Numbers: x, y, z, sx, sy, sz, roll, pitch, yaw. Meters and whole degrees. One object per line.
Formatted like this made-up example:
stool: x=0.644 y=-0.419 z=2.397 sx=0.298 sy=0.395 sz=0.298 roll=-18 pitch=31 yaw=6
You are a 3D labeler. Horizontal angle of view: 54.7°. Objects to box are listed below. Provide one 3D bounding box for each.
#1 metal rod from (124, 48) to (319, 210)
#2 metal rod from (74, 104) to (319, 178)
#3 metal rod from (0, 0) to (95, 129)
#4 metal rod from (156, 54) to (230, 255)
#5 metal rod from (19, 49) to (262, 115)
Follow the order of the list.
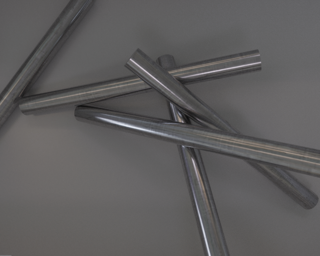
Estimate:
metal rod: x=0.085 y=0.010 z=0.375 sx=0.301 sy=0.025 sz=0.025 roll=37 pitch=90 yaw=-15
metal rod: x=0.025 y=0.007 z=0.342 sx=0.300 sy=0.025 sz=0.025 roll=12 pitch=90 yaw=28
metal rod: x=-0.186 y=-0.056 z=0.409 sx=0.025 sy=0.025 sz=0.299 roll=37 pitch=90 yaw=0
metal rod: x=0.038 y=0.043 z=0.354 sx=0.025 sy=0.025 sz=0.299 roll=-13 pitch=67 yaw=0
metal rod: x=-0.033 y=-0.053 z=0.381 sx=0.301 sy=0.025 sz=0.025 roll=-9 pitch=90 yaw=11
